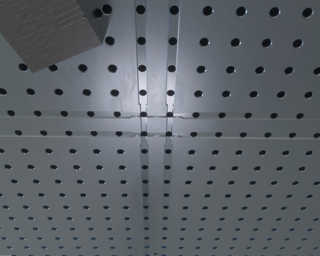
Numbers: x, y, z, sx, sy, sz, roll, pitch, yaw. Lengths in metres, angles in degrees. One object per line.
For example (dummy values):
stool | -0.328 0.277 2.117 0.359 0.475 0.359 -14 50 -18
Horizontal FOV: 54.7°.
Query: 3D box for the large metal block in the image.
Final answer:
large metal block | -0.108 -0.111 0.299 0.080 0.050 0.080 -18 128 14
